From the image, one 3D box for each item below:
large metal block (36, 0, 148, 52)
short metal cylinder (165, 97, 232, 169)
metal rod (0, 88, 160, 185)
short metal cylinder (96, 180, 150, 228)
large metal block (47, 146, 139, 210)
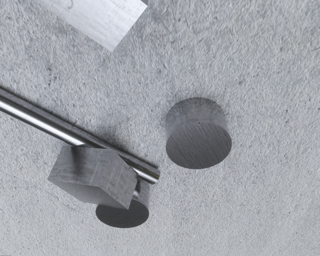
[{"bbox_3d":[-0.057,-0.124,0.265,0.080,0.080,0.050,31,123,-24],"label":"large metal block"},{"bbox_3d":[0.047,0.008,0.398,0.081,0.050,0.079,0,130,0],"label":"short metal cylinder"},{"bbox_3d":[-0.126,0.005,0.410,0.301,0.025,0.025,30,124,-24],"label":"metal rod"},{"bbox_3d":[-0.057,0.113,0.487,0.081,0.050,0.079,0,130,0],"label":"short metal cylinder"},{"bbox_3d":[-0.087,0.068,0.420,0.080,0.050,0.080,2,148,25],"label":"large metal block"}]
